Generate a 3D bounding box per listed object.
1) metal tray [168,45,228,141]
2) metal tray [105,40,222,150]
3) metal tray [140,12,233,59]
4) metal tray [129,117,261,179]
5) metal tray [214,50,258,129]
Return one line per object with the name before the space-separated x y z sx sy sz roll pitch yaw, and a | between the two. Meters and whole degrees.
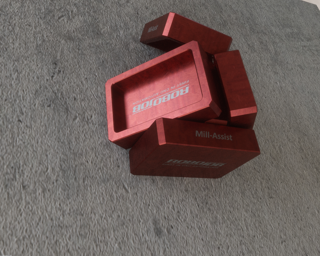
metal tray | 0.039 -0.041 0.410 0.030 0.090 0.130 7 59 -25
metal tray | -0.002 -0.037 0.366 0.030 0.130 0.090 37 38 -54
metal tray | 0.031 -0.125 0.441 0.091 0.130 0.030 16 96 -20
metal tray | 0.039 0.029 0.368 0.131 0.090 0.030 7 59 -25
metal tray | 0.094 -0.028 0.411 0.030 0.130 0.090 -10 63 4
